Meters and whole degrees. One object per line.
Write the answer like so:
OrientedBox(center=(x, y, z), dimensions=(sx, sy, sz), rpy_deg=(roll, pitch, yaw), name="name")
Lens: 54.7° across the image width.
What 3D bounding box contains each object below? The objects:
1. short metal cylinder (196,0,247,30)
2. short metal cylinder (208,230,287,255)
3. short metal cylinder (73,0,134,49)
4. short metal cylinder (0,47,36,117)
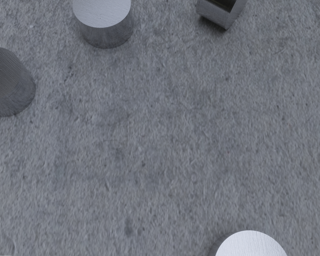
OrientedBox(center=(0.095, -0.192, 0.450), dimensions=(0.050, 0.080, 0.080), rpy_deg=(33, 73, 11), name="short metal cylinder")
OrientedBox(center=(0.095, 0.155, 0.339), dimensions=(0.081, 0.050, 0.080), rpy_deg=(0, 70, 0), name="short metal cylinder")
OrientedBox(center=(-0.081, -0.164, 0.454), dimensions=(0.081, 0.050, 0.080), rpy_deg=(0, 70, 0), name="short metal cylinder")
OrientedBox(center=(-0.216, -0.060, 0.414), dimensions=(0.081, 0.050, 0.080), rpy_deg=(0, 70, 0), name="short metal cylinder")
